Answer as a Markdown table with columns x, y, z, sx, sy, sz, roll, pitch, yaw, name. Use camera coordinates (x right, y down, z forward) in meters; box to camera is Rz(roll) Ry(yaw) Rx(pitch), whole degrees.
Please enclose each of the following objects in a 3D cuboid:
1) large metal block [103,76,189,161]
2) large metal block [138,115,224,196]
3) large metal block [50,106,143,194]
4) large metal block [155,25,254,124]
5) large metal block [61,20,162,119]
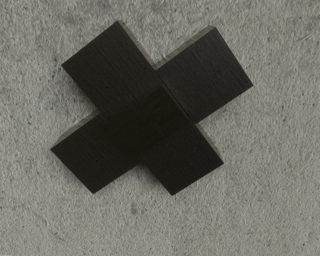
| x | y | z | sx | sy | sz | roll | pitch | yaw | name |
| --- | --- | --- | --- | --- | --- | --- | --- | --- | --- |
| -0.016 | -0.017 | 0.375 | 0.080 | 0.080 | 0.050 | -34 | 107 | 11 | large metal block |
| 0.024 | 0.028 | 0.408 | 0.080 | 0.050 | 0.080 | -35 | 107 | 11 | large metal block |
| -0.078 | 0.025 | 0.405 | 0.080 | 0.050 | 0.080 | -35 | 107 | 11 | large metal block |
| 0.051 | -0.065 | 0.374 | 0.080 | 0.050 | 0.080 | -35 | 107 | 11 | large metal block |
| -0.054 | -0.070 | 0.370 | 0.080 | 0.050 | 0.080 | -35 | 107 | 11 | large metal block |
